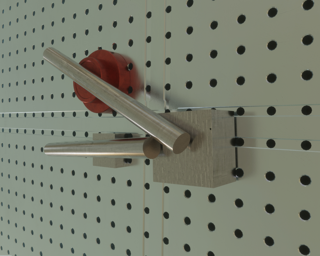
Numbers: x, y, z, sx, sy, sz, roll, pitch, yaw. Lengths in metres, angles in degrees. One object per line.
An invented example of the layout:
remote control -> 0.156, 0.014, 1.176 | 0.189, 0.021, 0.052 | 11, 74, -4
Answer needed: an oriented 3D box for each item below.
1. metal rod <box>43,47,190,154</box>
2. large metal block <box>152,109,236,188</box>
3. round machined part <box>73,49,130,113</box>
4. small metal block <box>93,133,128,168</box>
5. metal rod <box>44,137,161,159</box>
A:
metal rod -> -0.077, -0.051, 0.408 | 0.300, 0.025, 0.025 | 34, 111, 37
large metal block -> 0.038, 0.022, 0.356 | 0.080, 0.050, 0.079 | -2, 89, 39
round machined part -> -0.096, -0.071, 0.474 | 0.098, 0.042, 0.097 | 0, 90, 39
small metal block -> -0.076, 0.033, 0.470 | 0.050, 0.025, 0.050 | 0, 90, 39
metal rod -> -0.105, 0.031, 0.458 | 0.299, 0.025, 0.025 | -5, 87, 50
